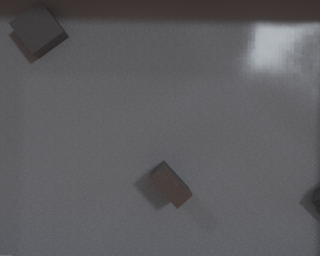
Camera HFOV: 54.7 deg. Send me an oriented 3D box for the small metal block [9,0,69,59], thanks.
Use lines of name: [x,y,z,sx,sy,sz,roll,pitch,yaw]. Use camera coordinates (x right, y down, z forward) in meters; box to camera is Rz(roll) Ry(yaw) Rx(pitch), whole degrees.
small metal block: [-0.159,-0.129,0.409,0.050,0.025,0.050,-37,90,0]

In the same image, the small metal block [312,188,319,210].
small metal block: [0.237,0.097,0.401,0.050,0.025,0.050,46,134,-1]

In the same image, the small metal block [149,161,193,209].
small metal block: [0.013,0.071,0.399,0.025,0.050,0.050,-43,91,0]
